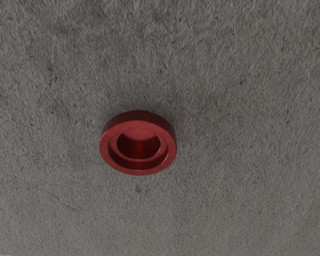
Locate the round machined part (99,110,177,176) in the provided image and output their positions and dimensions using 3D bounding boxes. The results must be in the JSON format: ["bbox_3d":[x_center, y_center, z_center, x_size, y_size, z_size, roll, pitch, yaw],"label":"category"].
[{"bbox_3d":[-0.027,0.015,0.408,0.099,0.042,0.097,0,130,0],"label":"round machined part"}]
